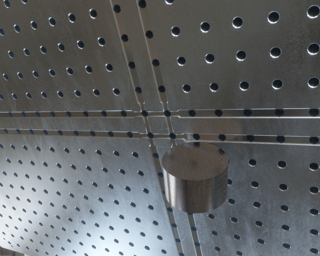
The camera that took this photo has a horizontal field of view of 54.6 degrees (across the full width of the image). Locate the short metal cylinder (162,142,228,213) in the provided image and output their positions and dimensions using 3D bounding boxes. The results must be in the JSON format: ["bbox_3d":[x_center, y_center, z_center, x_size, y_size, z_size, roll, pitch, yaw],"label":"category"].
[{"bbox_3d":[0.045,0.060,0.390,0.080,0.080,0.050,9,122,24],"label":"short metal cylinder"}]
